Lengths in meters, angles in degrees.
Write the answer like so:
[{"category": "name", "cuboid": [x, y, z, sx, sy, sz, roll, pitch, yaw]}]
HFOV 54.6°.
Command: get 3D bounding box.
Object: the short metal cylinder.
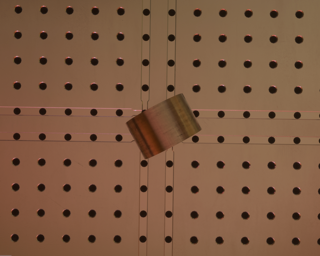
[{"category": "short metal cylinder", "cuboid": [0.005, -0.002, 0.385, 0.080, 0.080, 0.050, -28, 89, 0]}]
